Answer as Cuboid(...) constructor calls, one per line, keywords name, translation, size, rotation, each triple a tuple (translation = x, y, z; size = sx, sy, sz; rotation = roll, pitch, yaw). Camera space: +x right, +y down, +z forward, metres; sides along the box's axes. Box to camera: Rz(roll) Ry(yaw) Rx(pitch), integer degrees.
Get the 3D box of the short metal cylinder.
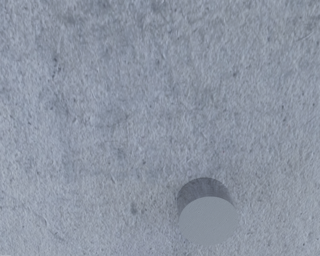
Cuboid(name="short metal cylinder", translation=(0.065, 0.118, 0.441), size=(0.081, 0.050, 0.079), rotation=(0, 110, -1))
